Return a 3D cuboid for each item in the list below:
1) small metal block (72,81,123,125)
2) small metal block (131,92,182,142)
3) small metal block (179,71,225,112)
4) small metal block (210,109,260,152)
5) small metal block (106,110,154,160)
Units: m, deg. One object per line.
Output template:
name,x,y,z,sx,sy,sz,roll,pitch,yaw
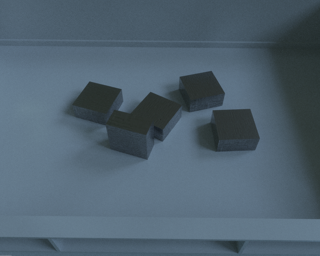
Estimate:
small metal block,-0.086,-0.035,0.433,0.050,0.025,0.050,15,52,12
small metal block,-0.005,-0.016,0.419,0.050,0.025,0.050,25,54,19
small metal block,0.059,-0.054,0.450,0.050,0.025,0.050,-12,51,-10
small metal block,0.096,0.003,0.403,0.050,0.025,0.050,-2,50,-2
small metal block,-0.035,0.009,0.381,0.050,0.050,0.025,14,52,12
